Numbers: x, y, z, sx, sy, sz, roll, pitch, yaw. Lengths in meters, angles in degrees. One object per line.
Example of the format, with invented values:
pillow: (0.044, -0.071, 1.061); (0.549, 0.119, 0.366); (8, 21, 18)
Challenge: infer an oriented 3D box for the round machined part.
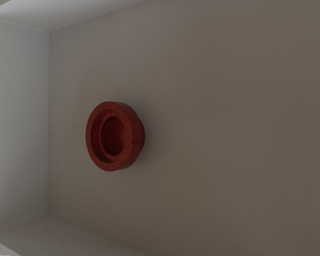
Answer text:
round machined part: (-0.060, 0.012, 0.447); (0.098, 0.042, 0.097); (0, 90, 40)
